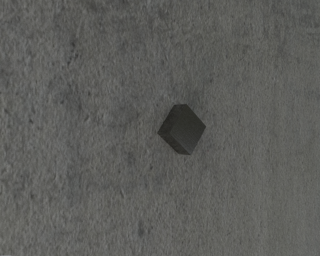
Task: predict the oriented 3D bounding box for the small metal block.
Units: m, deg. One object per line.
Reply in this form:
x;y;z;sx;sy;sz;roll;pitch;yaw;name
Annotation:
0.031;0.002;0.430;0.050;0.025;0.050;45;63;-31;small metal block
